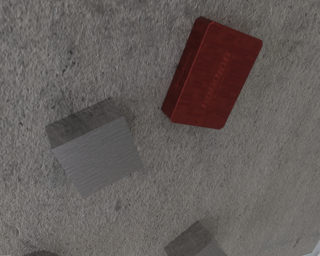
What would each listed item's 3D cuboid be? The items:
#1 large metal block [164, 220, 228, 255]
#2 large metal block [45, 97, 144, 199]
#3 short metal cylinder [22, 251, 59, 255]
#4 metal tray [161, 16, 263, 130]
[{"bbox_3d":[0.067,0.229,0.570,0.080,0.050,0.080,-39,130,-2],"label":"large metal block"},{"bbox_3d":[-0.075,0.023,0.364,0.080,0.050,0.080,-27,128,-12],"label":"large metal block"},{"bbox_3d":[-0.174,0.220,0.432,0.081,0.050,0.079,-14,124,-21],"label":"short metal cylinder"},{"bbox_3d":[0.066,-0.065,0.400,0.091,0.030,0.129,8,114,-32],"label":"metal tray"}]
